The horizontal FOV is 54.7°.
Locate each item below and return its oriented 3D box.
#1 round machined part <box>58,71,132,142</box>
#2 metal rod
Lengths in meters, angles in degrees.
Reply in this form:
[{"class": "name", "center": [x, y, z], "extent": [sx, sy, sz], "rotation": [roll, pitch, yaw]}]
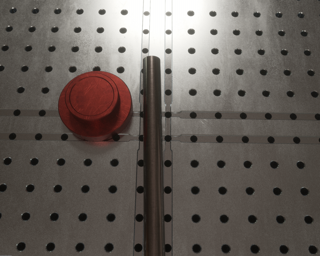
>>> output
[{"class": "round machined part", "center": [-0.087, -0.034, 0.414], "extent": [0.099, 0.042, 0.098], "rotation": [0, 70, -1]}, {"class": "metal rod", "center": [-0.009, 0.043, 0.395], "extent": [0.025, 0.025, 0.299], "rotation": [-1, 70, -1]}]
